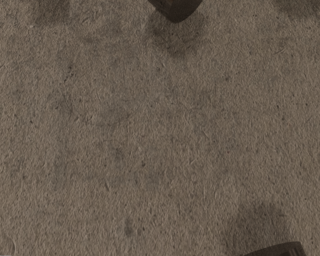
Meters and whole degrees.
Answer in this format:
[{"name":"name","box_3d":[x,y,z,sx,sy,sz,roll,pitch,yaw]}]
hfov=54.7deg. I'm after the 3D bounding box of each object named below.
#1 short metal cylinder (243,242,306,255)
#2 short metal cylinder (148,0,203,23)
[{"name":"short metal cylinder","box_3d":[0.118,0.157,0.323,0.081,0.080,0.050,-17,71,-6]},{"name":"short metal cylinder","box_3d":[0.026,-0.203,0.454,0.080,0.080,0.050,-40,75,-14]}]
